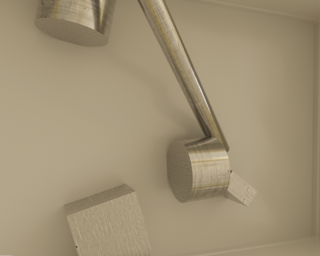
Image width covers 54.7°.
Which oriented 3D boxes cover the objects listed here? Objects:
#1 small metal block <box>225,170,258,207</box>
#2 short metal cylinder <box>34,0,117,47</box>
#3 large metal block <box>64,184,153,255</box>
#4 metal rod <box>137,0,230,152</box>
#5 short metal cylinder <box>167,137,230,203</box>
[{"bbox_3d":[0.098,0.081,0.435,0.050,0.050,0.025,39,78,-16],"label":"small metal block"},{"bbox_3d":[-0.093,-0.130,0.347,0.081,0.080,0.050,11,86,-20],"label":"short metal cylinder"},{"bbox_3d":[-0.063,0.122,0.375,0.081,0.050,0.080,-17,96,-20],"label":"large metal block"},{"bbox_3d":[0.025,-0.073,0.360,0.025,0.025,0.299,-42,127,-15],"label":"metal rod"},{"bbox_3d":[0.047,0.053,0.400,0.050,0.080,0.079,-3,91,-20],"label":"short metal cylinder"}]
